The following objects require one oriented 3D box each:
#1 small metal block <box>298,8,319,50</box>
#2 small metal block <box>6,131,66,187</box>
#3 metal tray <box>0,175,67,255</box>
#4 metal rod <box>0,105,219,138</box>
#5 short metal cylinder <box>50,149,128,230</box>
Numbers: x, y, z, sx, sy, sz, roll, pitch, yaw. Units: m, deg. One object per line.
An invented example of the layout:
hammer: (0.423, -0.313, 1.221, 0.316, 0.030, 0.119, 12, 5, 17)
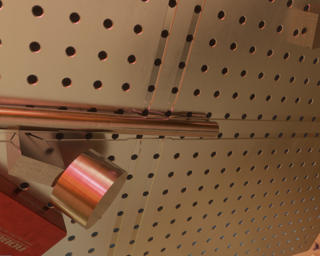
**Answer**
small metal block: (0.235, -0.147, 0.452, 0.050, 0.025, 0.050, -18, 126, -19)
small metal block: (-0.137, 0.034, 0.342, 0.050, 0.050, 0.025, 29, 102, -38)
metal tray: (-0.192, 0.121, 0.379, 0.090, 0.030, 0.130, -38, 130, -3)
metal rod: (-0.051, -0.005, 0.381, 0.303, 0.025, 0.025, 3, 117, -30)
short metal cylinder: (-0.082, 0.072, 0.369, 0.080, 0.050, 0.080, -55, 171, -13)
